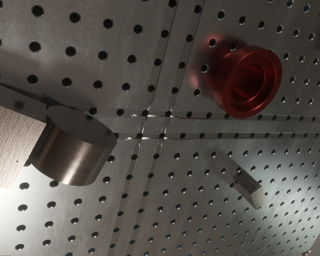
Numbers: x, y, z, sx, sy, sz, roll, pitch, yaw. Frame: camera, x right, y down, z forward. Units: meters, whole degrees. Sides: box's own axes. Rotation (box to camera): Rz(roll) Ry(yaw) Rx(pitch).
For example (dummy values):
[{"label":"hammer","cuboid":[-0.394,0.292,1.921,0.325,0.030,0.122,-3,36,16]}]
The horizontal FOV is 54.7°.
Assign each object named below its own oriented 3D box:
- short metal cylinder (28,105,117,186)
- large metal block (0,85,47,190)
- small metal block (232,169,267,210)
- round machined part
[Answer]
[{"label":"short metal cylinder","cuboid":[-0.094,0.018,0.336,0.080,0.080,0.050,21,107,-36]},{"label":"large metal block","cuboid":[-0.167,0.003,0.300,0.080,0.050,0.080,25,105,-30]},{"label":"small metal block","cuboid":[0.160,0.110,0.554,0.025,0.050,0.050,-34,129,-6]},{"label":"round machined part","cuboid":[0.114,-0.065,0.425,0.099,0.042,0.097,-14,125,-21]}]
